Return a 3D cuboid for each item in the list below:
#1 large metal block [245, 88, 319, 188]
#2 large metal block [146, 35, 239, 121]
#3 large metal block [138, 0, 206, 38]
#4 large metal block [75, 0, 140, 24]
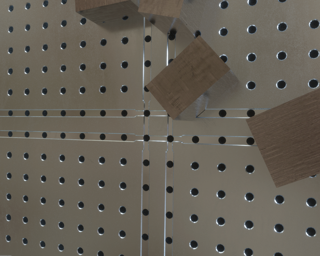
[{"bbox_3d":[0.152,0.011,0.346,0.080,0.050,0.080,-25,82,18],"label":"large metal block"},{"bbox_3d":[0.042,-0.054,0.369,0.080,0.080,0.050,-42,77,15],"label":"large metal block"},{"bbox_3d":[0.021,-0.163,0.376,0.050,0.080,0.080,16,96,19],"label":"large metal block"},{"bbox_3d":[-0.069,-0.197,0.424,0.080,0.050,0.080,-4,89,20],"label":"large metal block"}]
